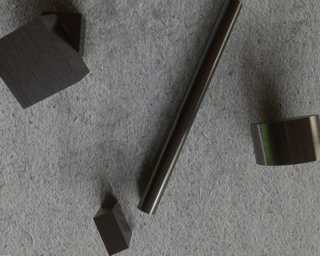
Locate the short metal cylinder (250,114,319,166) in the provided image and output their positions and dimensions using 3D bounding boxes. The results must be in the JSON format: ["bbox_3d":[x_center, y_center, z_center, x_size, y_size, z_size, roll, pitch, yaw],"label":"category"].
[{"bbox_3d":[0.157,0.014,0.385,0.081,0.080,0.050,-9,90,0],"label":"short metal cylinder"}]

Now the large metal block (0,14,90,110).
[{"bbox_3d":[-0.146,-0.081,0.376,0.080,0.050,0.080,-24,110,11],"label":"large metal block"}]

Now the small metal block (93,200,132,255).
[{"bbox_3d":[-0.059,0.126,0.397,0.025,0.050,0.050,-23,90,0],"label":"small metal block"}]

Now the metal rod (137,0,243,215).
[{"bbox_3d":[0.040,-0.029,0.410,0.025,0.025,0.299,23,90,-1],"label":"metal rod"}]

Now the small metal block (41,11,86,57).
[{"bbox_3d":[-0.127,-0.123,0.408,0.050,0.025,0.050,4,90,-1],"label":"small metal block"}]
